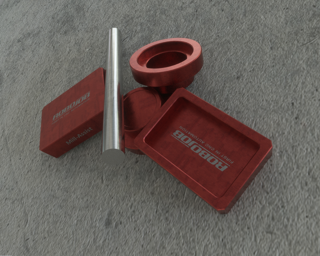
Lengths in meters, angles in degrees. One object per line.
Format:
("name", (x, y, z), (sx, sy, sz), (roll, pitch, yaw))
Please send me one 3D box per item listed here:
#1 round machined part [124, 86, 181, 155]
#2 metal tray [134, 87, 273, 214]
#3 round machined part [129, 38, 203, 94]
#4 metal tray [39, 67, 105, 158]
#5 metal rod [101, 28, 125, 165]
("round machined part", (-0.021, -0.016, 0.416), (0.098, 0.042, 0.098), (-13, 56, 21))
("metal tray", (0.046, 0.021, 0.351), (0.130, 0.030, 0.090), (35, 81, 28))
("round machined part", (0.011, -0.083, 0.426), (0.098, 0.042, 0.098), (-9, 38, 7))
("metal tray", (-0.123, -0.023, 0.467), (0.130, 0.030, 0.090), (-30, 49, 19))
("metal rod", (-0.065, -0.068, 0.438), (0.025, 0.025, 0.300), (-24, 40, 13))
